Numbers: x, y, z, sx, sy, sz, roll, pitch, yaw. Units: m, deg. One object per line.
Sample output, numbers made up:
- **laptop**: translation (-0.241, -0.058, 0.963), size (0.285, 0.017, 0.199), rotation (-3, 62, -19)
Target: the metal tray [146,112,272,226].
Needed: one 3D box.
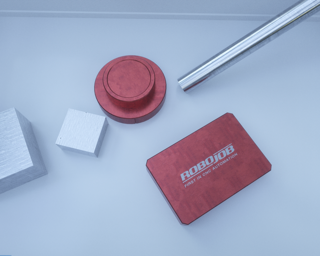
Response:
- **metal tray**: translation (0.059, 0.050, 0.390), size (0.131, 0.030, 0.090), rotation (-30, 73, -11)

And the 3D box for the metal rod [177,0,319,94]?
- **metal rod**: translation (0.156, -0.134, 0.398), size (0.300, 0.025, 0.025), rotation (-31, 72, 14)

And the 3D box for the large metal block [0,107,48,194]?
- **large metal block**: translation (-0.198, 0.032, 0.382), size (0.080, 0.050, 0.080), rotation (-23, 72, -9)

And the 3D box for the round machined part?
- **round machined part**: translation (-0.040, -0.058, 0.421), size (0.099, 0.042, 0.098), rotation (0, 70, -1)

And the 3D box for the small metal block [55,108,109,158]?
- **small metal block**: translation (-0.101, 0.007, 0.406), size (0.050, 0.025, 0.050), rotation (13, 70, 4)
